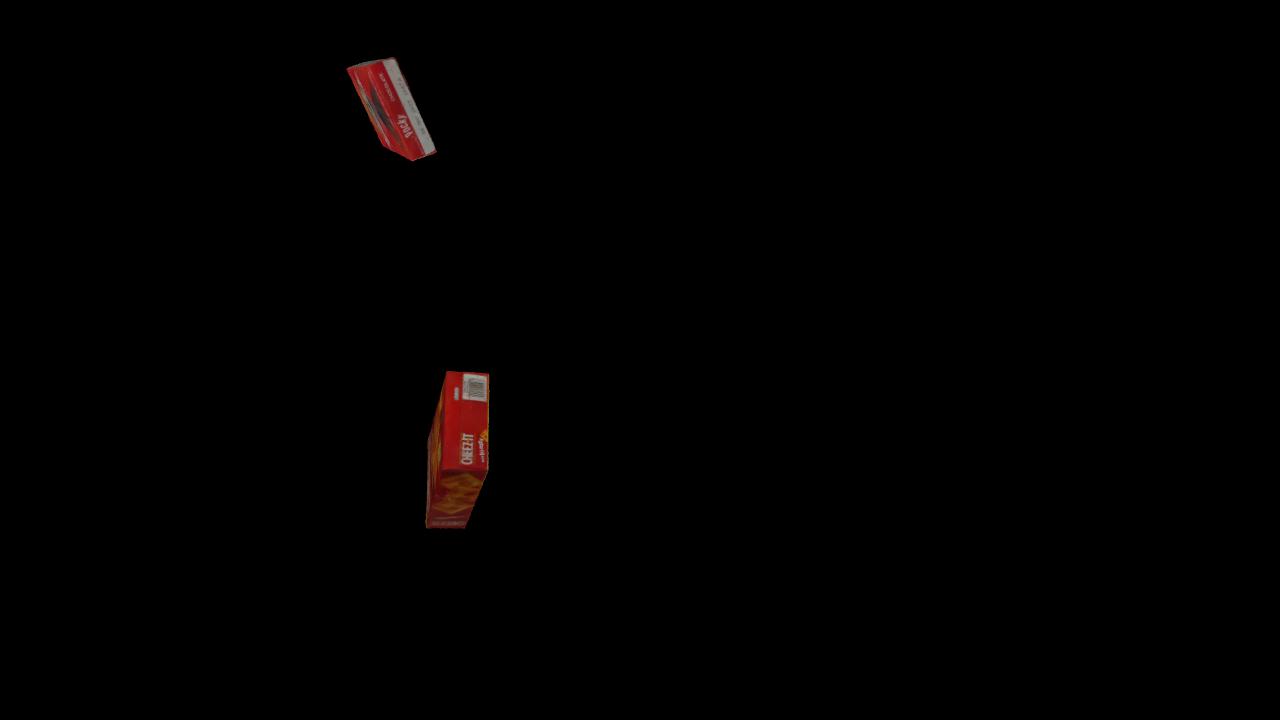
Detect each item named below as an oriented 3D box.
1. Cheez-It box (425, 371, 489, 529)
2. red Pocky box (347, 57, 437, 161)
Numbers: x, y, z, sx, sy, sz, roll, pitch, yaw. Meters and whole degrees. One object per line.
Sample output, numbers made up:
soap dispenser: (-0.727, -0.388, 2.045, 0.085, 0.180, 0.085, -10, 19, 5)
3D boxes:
Cheez-It box: (-0.286, 0.144, 0.955, 0.071, 0.166, 0.223, 6, -37, -22)
red Pocky box: (-0.238, -0.238, 0.583, 0.028, 0.083, 0.155, -30, 34, -17)
